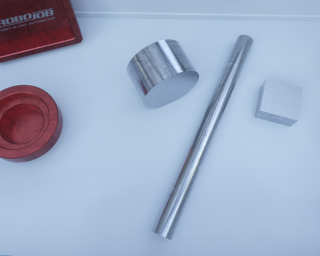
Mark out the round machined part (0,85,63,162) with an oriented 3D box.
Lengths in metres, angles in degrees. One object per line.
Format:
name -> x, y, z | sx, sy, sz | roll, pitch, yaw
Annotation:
round machined part -> -0.175, -0.003, 0.400 | 0.099, 0.042, 0.098 | 0, 70, -1

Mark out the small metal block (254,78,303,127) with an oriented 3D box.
small metal block -> 0.162, -0.035, 0.424 | 0.050, 0.025, 0.050 | 15, 71, 5

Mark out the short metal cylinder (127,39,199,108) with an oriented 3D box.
short metal cylinder -> 0.004, -0.069, 0.406 | 0.080, 0.080, 0.050 | -25, 72, -9

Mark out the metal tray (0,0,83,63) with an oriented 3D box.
metal tray -> -0.183, -0.146, 0.423 | 0.131, 0.090, 0.030 | -16, 53, -6

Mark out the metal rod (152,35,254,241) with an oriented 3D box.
metal rod -> 0.064, -0.001, 0.410 | 0.025, 0.025, 0.300 | 23, 71, 8
